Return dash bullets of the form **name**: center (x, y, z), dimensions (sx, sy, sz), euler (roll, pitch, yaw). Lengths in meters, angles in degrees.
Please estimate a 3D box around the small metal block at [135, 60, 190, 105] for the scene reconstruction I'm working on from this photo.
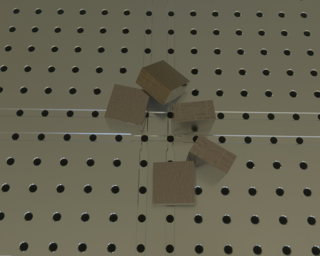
- **small metal block**: center (0.004, -0.063, 0.422), dimensions (0.050, 0.025, 0.050), euler (41, 40, 13)

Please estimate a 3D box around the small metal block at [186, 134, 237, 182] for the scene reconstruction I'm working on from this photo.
- **small metal block**: center (0.062, 0.039, 0.385), dimensions (0.050, 0.050, 0.025), euler (31, 73, 10)

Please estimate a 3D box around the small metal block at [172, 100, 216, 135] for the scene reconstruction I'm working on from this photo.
- **small metal block**: center (0.042, -0.012, 0.403), dimensions (0.050, 0.050, 0.025), euler (-6, 70, -2)

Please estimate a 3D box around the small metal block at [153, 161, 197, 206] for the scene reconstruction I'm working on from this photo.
- **small metal block**: center (0.019, 0.069, 0.382), dimensions (0.050, 0.025, 0.050), euler (-4, 70, 12)

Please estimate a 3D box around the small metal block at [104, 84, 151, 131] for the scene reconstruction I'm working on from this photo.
- **small metal block**: center (-0.043, -0.028, 0.422), dimensions (0.050, 0.025, 0.050), euler (12, 70, 4)
